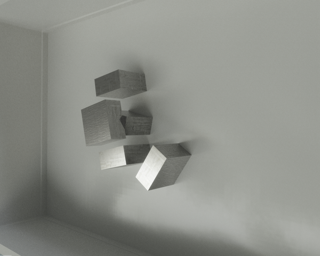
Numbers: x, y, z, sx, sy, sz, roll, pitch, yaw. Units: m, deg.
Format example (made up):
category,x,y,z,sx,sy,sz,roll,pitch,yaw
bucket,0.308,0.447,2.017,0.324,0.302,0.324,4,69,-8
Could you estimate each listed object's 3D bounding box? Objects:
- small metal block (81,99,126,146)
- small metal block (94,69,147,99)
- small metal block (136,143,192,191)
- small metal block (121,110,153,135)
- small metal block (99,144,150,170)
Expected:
category,x,y,z,sx,sy,sz,roll,pitch,yaw
small metal block,-0.074,-0.006,0.403,0.050,0.025,0.050,-16,80,39
small metal block,-0.055,-0.060,0.436,0.050,0.050,0.025,-12,83,39
small metal block,0.005,0.047,0.387,0.025,0.050,0.050,43,116,32
small metal block,-0.047,-0.008,0.429,0.050,0.050,0.025,16,101,39
small metal block,-0.048,0.040,0.430,0.050,0.050,0.025,-16,80,39
